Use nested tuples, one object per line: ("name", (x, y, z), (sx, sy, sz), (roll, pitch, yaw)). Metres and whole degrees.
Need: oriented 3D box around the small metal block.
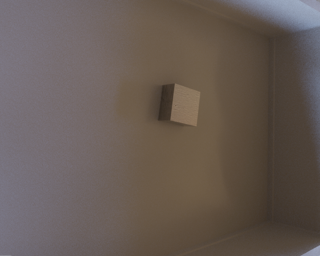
("small metal block", (0.027, -0.031, 0.432), (0.050, 0.025, 0.050), (12, 83, -40))
